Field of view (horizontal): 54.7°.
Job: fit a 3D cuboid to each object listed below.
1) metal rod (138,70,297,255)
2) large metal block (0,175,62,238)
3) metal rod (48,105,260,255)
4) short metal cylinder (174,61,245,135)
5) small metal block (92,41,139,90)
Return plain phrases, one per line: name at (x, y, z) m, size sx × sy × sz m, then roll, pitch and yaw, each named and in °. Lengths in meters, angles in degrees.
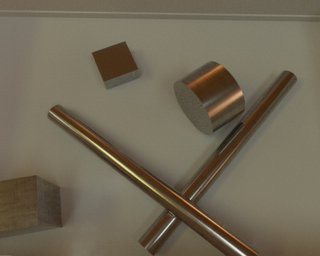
metal rod at (0.083, 0.034, 0.398) m, size 0.025 × 0.025 × 0.301 m, roll 40°, pitch 74°, yaw 13°
large metal block at (-0.163, 0.091, 0.345) m, size 0.081 × 0.080 × 0.050 m, roll -9°, pitch 71°, yaw -4°
metal rod at (-0.022, 0.058, 0.368) m, size 0.300 × 0.025 × 0.025 m, roll 34°, pitch 73°, yaw 19°
short metal cylinder at (0.062, -0.038, 0.395) m, size 0.050 × 0.080 × 0.080 m, roll -33°, pitch 74°, yaw -11°
small metal block at (-0.063, -0.089, 0.441) m, size 0.050 × 0.025 × 0.050 m, roll -22°, pitch 72°, yaw -8°
